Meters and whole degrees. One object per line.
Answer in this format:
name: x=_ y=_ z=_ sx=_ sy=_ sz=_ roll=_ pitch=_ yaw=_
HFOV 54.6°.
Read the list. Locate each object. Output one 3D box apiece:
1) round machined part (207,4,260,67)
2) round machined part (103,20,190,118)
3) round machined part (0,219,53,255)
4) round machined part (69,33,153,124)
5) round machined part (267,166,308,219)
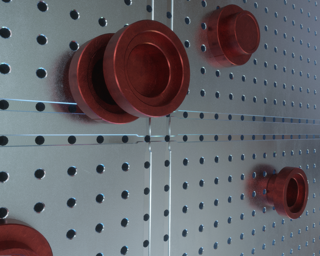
round machined part: x=0.125 y=-0.150 z=0.501 sx=0.099 sy=0.042 sz=0.097 roll=0 pitch=90 yaw=-40
round machined part: x=-0.017 y=-0.060 z=0.328 sx=0.099 sy=0.042 sz=0.097 roll=0 pitch=90 yaw=-40
round machined part: x=-0.144 y=0.136 z=0.278 sx=0.099 sy=0.042 sz=0.097 roll=0 pitch=90 yaw=-40
round machined part: x=-0.057 y=-0.053 z=0.350 sx=0.099 sy=0.042 sz=0.097 roll=0 pitch=90 yaw=-40
round machined part: x=0.245 y=0.123 z=0.601 sx=0.099 sy=0.042 sz=0.097 roll=0 pitch=90 yaw=-40
